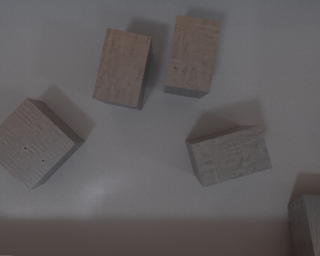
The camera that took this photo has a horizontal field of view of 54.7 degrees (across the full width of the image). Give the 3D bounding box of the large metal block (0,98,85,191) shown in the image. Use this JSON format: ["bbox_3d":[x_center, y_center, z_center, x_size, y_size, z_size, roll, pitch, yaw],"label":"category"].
[{"bbox_3d":[-0.159,0.020,0.397,0.080,0.050,0.080,44,90,-1],"label":"large metal block"}]

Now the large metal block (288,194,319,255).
[{"bbox_3d":[0.215,0.132,0.385,0.081,0.050,0.080,4,59,-1],"label":"large metal block"}]

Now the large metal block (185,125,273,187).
[{"bbox_3d":[0.080,0.031,0.385,0.080,0.080,0.050,-16,90,0],"label":"large metal block"}]

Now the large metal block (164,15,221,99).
[{"bbox_3d":[0.037,-0.083,0.384,0.050,0.080,0.080,9,90,0],"label":"large metal block"}]

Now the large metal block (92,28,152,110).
[{"bbox_3d":[-0.042,-0.068,0.383,0.050,0.080,0.080,12,90,0],"label":"large metal block"}]
